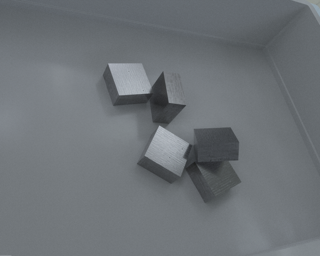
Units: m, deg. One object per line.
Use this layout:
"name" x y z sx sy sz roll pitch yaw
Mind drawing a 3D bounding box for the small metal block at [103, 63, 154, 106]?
"small metal block" -0.043 -0.060 0.418 0.050 0.025 0.050 -8 66 -32

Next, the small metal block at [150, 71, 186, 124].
"small metal block" 0.008 -0.040 0.418 0.025 0.050 0.050 6 59 -25

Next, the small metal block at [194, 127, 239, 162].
"small metal block" 0.072 0.021 0.404 0.050 0.025 0.050 -2 21 1

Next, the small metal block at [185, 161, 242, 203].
"small metal block" 0.070 0.062 0.405 0.050 0.025 0.050 -19 72 -35

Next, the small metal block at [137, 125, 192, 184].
"small metal block" 0.007 0.033 0.389 0.050 0.025 0.050 32 52 -8
